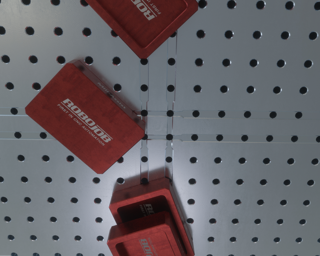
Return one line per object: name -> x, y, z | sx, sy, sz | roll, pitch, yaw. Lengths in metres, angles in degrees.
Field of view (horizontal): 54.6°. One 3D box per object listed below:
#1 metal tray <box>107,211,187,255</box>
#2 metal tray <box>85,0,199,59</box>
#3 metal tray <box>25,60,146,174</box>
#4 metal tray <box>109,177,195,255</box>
metal tray -> -0.010, 0.191, 0.447 | 0.090, 0.030, 0.129 | -18, 109, 6
metal tray -> -0.031, -0.156, 0.352 | 0.090, 0.030, 0.130 | -41, 105, 13
metal tray -> -0.094, -0.012, 0.405 | 0.090, 0.030, 0.130 | -42, 105, 14
metal tray -> -0.010, 0.146, 0.464 | 0.090, 0.030, 0.129 | -18, 109, 6
